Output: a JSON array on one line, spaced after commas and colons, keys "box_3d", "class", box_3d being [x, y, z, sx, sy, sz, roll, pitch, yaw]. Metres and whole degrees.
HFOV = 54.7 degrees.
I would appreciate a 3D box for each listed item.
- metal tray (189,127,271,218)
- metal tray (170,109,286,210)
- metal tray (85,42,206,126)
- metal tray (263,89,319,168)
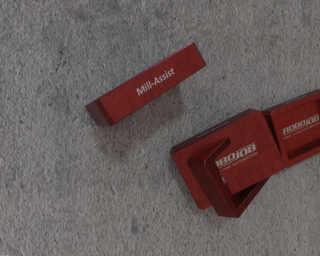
[{"box_3d": [0.108, 0.047, 0.425, 0.131, 0.030, 0.090, -38, 103, -34], "class": "metal tray"}, {"box_3d": [0.091, 0.041, 0.420, 0.131, 0.030, 0.090, -27, 100, -1], "class": "metal tray"}, {"box_3d": [-0.020, -0.049, 0.366, 0.131, 0.090, 0.030, -34, 101, -17], "class": "metal tray"}, {"box_3d": [0.226, -0.002, 0.489, 0.131, 0.030, 0.090, -20, 97, -19], "class": "metal tray"}]
